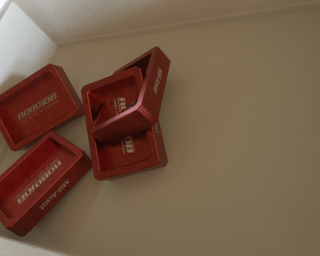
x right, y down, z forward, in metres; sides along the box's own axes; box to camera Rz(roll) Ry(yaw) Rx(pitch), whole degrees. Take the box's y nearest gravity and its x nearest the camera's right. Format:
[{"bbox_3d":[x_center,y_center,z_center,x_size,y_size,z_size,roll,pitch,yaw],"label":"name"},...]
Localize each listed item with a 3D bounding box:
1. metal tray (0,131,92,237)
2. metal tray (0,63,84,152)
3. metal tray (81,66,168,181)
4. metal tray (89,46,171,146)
[{"bbox_3d":[-0.169,0.071,0.430,0.090,0.030,0.130,25,62,37],"label":"metal tray"},{"bbox_3d":[-0.197,-0.031,0.495,0.130,0.030,0.090,-29,88,9],"label":"metal tray"},{"bbox_3d":[-0.049,-0.004,0.403,0.090,0.030,0.129,-17,75,18],"label":"metal tray"},{"bbox_3d":[-0.037,-0.045,0.415,0.090,0.030,0.130,-24,37,32],"label":"metal tray"}]
